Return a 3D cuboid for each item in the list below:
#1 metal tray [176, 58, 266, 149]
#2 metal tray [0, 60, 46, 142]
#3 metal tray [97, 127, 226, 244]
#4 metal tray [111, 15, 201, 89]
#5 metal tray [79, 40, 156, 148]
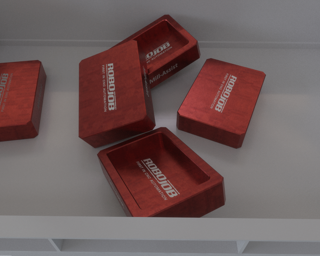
[{"bbox_3d":[0.088,-0.040,0.436,0.090,0.030,0.130,19,52,15],"label":"metal tray"},{"bbox_3d":[-0.215,-0.041,0.434,0.091,0.030,0.130,-6,50,-5],"label":"metal tray"},{"bbox_3d":[-0.004,0.050,0.328,0.091,0.030,0.130,-21,31,-17],"label":"metal tray"},{"bbox_3d":[-0.017,-0.108,0.468,0.130,0.030,0.090,-33,56,-5],"label":"metal tray"},{"bbox_3d":[-0.060,-0.047,0.407,0.090,0.030,0.130,-17,58,14],"label":"metal tray"}]
